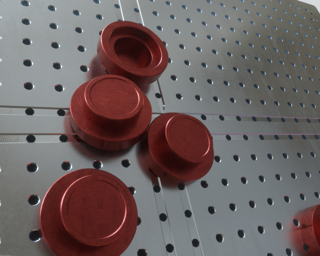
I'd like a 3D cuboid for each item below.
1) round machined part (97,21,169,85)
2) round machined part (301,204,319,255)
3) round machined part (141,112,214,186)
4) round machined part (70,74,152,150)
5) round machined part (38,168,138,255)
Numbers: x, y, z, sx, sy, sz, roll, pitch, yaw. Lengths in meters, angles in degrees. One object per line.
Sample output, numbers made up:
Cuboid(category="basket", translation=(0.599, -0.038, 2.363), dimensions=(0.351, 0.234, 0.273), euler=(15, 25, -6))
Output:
Cuboid(category="round machined part", translation=(-0.041, -0.100, 0.438), dimensions=(0.099, 0.042, 0.098), euler=(14, 56, -21))
Cuboid(category="round machined part", translation=(0.257, 0.155, 0.444), dimensions=(0.099, 0.042, 0.098), euler=(14, 56, -21))
Cuboid(category="round machined part", translation=(0.029, 0.021, 0.402), dimensions=(0.099, 0.042, 0.098), euler=(14, 56, -21))
Cuboid(category="round machined part", translation=(-0.057, -0.026, 0.372), dimensions=(0.099, 0.042, 0.098), euler=(9, 54, -12))
Cuboid(category="round machined part", translation=(-0.067, 0.086, 0.310), dimensions=(0.099, 0.042, 0.098), euler=(14, 56, -21))
